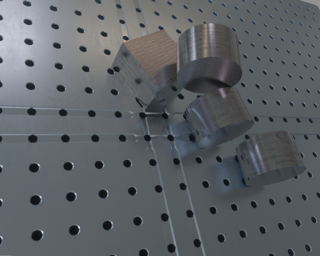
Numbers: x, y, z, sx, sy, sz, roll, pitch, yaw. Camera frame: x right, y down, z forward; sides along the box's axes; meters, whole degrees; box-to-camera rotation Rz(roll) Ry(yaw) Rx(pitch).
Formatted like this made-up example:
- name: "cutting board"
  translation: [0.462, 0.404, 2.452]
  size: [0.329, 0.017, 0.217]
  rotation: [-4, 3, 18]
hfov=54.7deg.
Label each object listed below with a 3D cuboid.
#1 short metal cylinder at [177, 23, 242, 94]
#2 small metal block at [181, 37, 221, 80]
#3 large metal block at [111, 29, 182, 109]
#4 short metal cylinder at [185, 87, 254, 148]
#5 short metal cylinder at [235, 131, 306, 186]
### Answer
- name: "short metal cylinder"
  translation: [0.061, -0.086, 0.395]
  size: [0.081, 0.080, 0.050]
  rotation: [12, 63, -22]
- name: "small metal block"
  translation: [0.069, -0.116, 0.516]
  size: [0.050, 0.025, 0.050]
  rotation: [31, 52, -9]
- name: "large metal block"
  translation: [-0.007, -0.085, 0.440]
  size: [0.081, 0.050, 0.080]
  rotation: [-32, 80, -38]
- name: "short metal cylinder"
  translation: [0.080, -0.013, 0.424]
  size: [0.081, 0.080, 0.050]
  rotation: [-8, 66, -32]
- name: "short metal cylinder"
  translation: [0.151, 0.044, 0.428]
  size: [0.081, 0.080, 0.050]
  rotation: [3, 61, -27]
